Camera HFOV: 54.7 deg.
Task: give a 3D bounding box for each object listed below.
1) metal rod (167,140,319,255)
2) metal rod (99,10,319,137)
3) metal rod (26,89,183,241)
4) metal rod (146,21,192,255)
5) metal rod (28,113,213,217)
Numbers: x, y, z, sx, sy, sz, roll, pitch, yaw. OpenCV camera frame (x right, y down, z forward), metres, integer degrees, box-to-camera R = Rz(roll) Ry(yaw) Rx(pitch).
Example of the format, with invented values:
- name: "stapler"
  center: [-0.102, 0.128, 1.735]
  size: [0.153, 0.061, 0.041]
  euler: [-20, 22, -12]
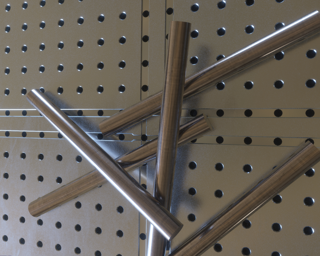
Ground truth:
- name: "metal rod"
  center: [0.073, 0.124, 0.386]
  size: [0.299, 0.025, 0.025]
  euler: [-44, 77, 14]
- name: "metal rod"
  center: [0.051, -0.060, 0.394]
  size: [0.300, 0.025, 0.025]
  euler: [-26, 82, 17]
- name: "metal rod"
  center: [-0.088, 0.036, 0.419]
  size: [0.300, 0.025, 0.025]
  euler: [39, 102, 24]
- name: "metal rod"
  center: [0.009, 0.026, 0.382]
  size: [0.025, 0.025, 0.298]
  euler: [10, 103, 19]
- name: "metal rod"
  center: [-0.067, 0.059, 0.434]
  size: [0.300, 0.025, 0.025]
  euler: [-28, 81, 17]
